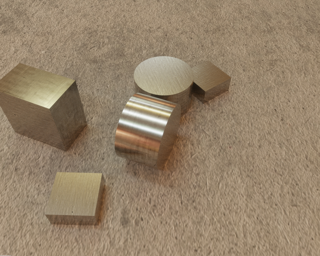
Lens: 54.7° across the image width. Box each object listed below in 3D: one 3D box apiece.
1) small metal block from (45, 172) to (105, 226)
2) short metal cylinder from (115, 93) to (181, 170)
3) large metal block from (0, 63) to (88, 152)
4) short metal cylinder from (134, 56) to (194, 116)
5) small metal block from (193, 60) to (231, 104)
[{"bbox_3d":[-0.090,0.077,0.338,0.050,0.025,0.050,2,50,1],"label":"small metal block"},{"bbox_3d":[-0.012,0.004,0.364,0.050,0.080,0.080,17,52,13],"label":"short metal cylinder"},{"bbox_3d":[-0.146,-0.025,0.387,0.080,0.080,0.050,18,53,14],"label":"large metal block"},{"bbox_3d":[0.005,-0.056,0.434,0.081,0.050,0.080,0,50,0],"label":"short metal cylinder"},{"bbox_3d":[0.069,-0.069,0.463,0.050,0.025,0.050,-29,56,-23],"label":"small metal block"}]
